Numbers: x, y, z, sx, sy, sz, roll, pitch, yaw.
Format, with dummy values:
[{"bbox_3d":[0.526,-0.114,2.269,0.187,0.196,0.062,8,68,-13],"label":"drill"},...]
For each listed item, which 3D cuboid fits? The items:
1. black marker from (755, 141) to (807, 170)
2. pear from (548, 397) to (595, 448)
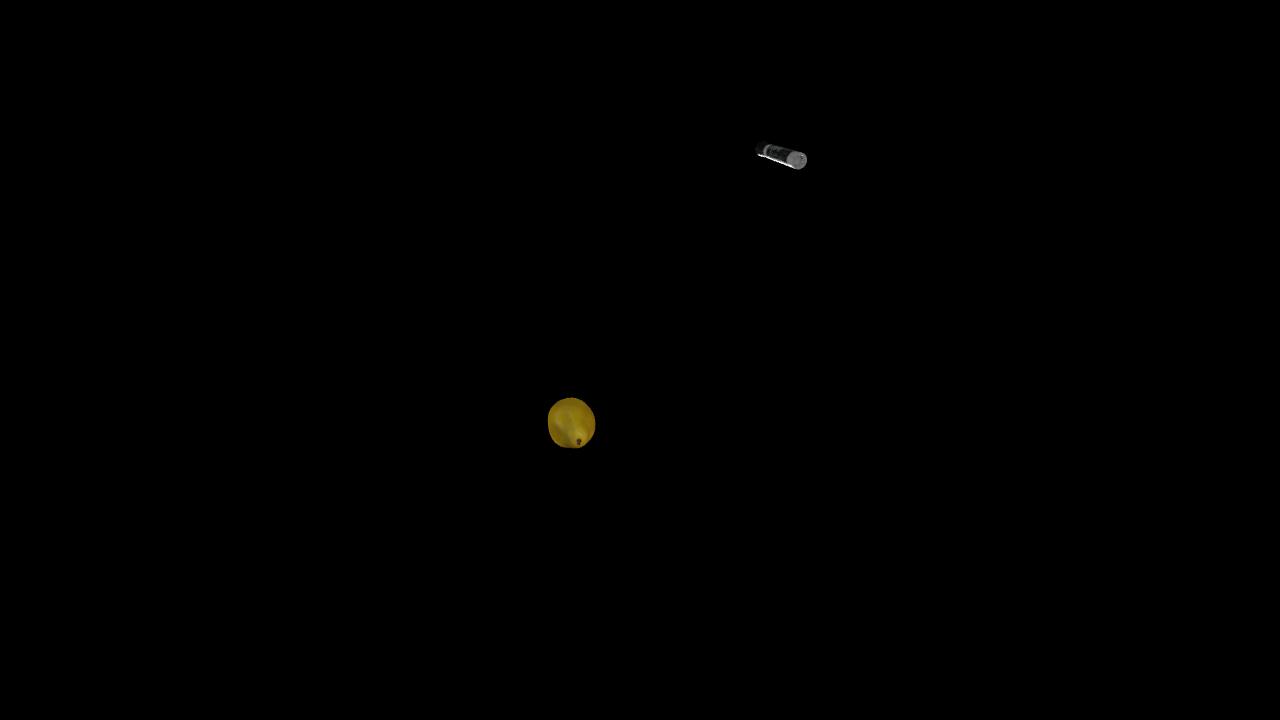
[{"bbox_3d":[0.168,-0.249,0.745,0.020,0.020,0.121,0,25,-12],"label":"black marker"},{"bbox_3d":[-0.098,0.109,0.939,0.080,0.080,0.111,0,28,-23],"label":"pear"}]
